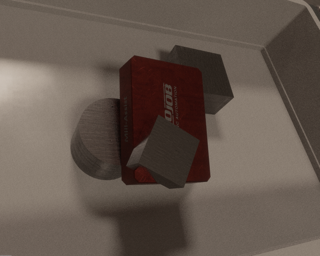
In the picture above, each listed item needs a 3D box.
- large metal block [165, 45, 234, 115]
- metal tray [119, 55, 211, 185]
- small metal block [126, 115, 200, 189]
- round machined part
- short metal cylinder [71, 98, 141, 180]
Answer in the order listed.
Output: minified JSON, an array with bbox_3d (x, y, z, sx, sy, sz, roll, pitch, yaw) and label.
[{"bbox_3d":[0.054,-0.070,0.463,0.081,0.050,0.080,4,60,-26],"label":"large metal block"},{"bbox_3d":[0.005,-0.006,0.333,0.091,0.030,0.129,5,75,-30],"label":"metal tray"},{"bbox_3d":[0.004,0.023,0.292,0.050,0.025,0.050,32,64,-20],"label":"small metal block"},{"bbox_3d":[0.016,-0.001,0.386,0.098,0.042,0.098,27,58,-55],"label":"round machined part"},{"bbox_3d":[-0.056,0.013,0.351,0.081,0.050,0.080,12,59,-21],"label":"short metal cylinder"}]
